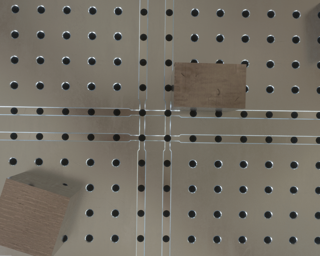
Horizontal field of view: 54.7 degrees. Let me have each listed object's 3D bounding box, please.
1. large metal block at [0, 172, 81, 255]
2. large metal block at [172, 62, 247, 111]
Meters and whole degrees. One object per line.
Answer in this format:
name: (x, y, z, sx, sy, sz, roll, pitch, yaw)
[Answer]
large metal block: (-0.160, 0.110, 0.399, 0.080, 0.050, 0.080, 18, 90, -1)
large metal block: (0.056, -0.048, 0.387, 0.081, 0.080, 0.050, 1, 90, -1)
